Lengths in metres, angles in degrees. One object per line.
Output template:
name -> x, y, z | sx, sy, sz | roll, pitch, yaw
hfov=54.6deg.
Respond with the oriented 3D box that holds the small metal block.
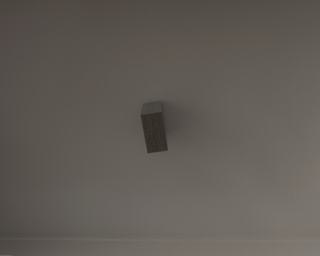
small metal block -> -0.006, -0.002, 0.393 | 0.025, 0.050, 0.050 | -8, 109, 3
